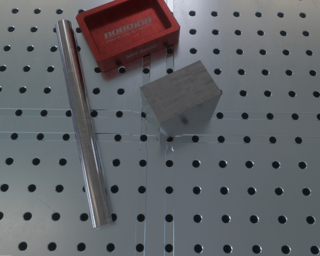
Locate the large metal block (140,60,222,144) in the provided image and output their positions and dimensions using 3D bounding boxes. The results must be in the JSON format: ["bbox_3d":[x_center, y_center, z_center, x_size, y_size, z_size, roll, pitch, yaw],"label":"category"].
[{"bbox_3d":[0.024,-0.030,0.394,0.080,0.080,0.050,-26,72,-9],"label":"large metal block"}]

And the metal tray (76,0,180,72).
[{"bbox_3d":[-0.047,-0.149,0.463,0.131,0.030,0.090,-24,72,-9],"label":"metal tray"}]

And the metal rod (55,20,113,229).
[{"bbox_3d":[-0.106,-0.019,0.417,0.025,0.025,0.299,-14,71,-5],"label":"metal rod"}]
